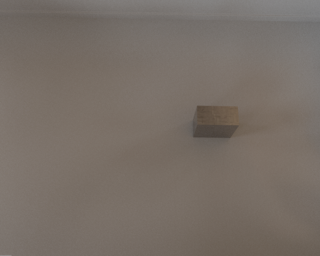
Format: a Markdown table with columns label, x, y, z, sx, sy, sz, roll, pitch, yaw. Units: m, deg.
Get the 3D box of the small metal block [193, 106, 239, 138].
| label | x | y | z | sx | sy | sz | roll | pitch | yaw |
| --- | --- | --- | --- | --- | --- | --- | --- | --- | --- |
| small metal block | 0.070 | -0.007 | 0.400 | 0.050 | 0.050 | 0.025 | 1 | 70 | 0 |
